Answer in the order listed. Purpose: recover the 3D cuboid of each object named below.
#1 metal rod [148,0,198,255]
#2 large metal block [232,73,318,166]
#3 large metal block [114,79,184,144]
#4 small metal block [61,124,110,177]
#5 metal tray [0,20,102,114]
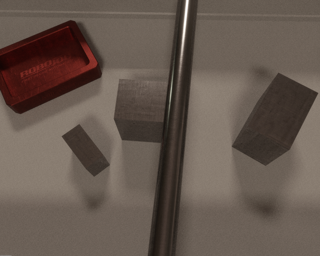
[{"bbox_3d":[0.018,-0.021,0.332,0.025,0.025,0.299,6,70,2],"label":"metal rod"},{"bbox_3d":[0.139,-0.008,0.385,0.050,0.080,0.080,31,73,10],"label":"large metal block"},{"bbox_3d":[-0.009,-0.017,0.387,0.081,0.080,0.050,4,70,1],"label":"large metal block"},{"bbox_3d":[-0.091,0.029,0.385,0.025,0.050,0.050,-37,75,-12],"label":"small metal block"},{"bbox_3d":[-0.161,-0.088,0.436,0.131,0.030,0.090,-27,73,-10],"label":"metal tray"}]
